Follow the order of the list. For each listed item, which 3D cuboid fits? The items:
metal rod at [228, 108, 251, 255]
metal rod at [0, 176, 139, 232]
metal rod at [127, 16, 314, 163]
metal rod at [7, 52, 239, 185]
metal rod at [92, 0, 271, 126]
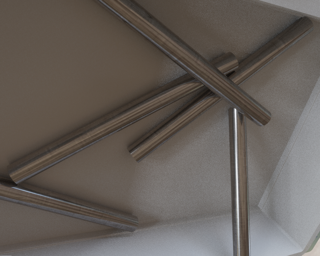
[{"bbox_3d":[0.119,0.120,0.456,0.025,0.025,0.298,-2,90,-28],"label":"metal rod"},{"bbox_3d":[-0.145,0.089,0.384,0.301,0.025,0.025,30,102,-38],"label":"metal rod"},{"bbox_3d":[0.084,-0.054,0.420,0.301,0.025,0.025,-37,129,-4],"label":"metal rod"},{"bbox_3d":[-0.036,-0.018,0.378,0.302,0.025,0.025,-28,128,-10],"label":"metal rod"},{"bbox_3d":[0.030,-0.079,0.350,0.301,0.025,0.025,31,101,-30],"label":"metal rod"}]
